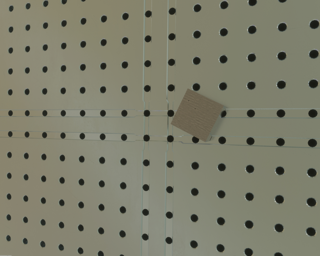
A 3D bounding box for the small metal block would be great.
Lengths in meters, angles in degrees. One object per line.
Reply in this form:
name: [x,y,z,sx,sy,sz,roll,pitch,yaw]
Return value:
small metal block: [0.049,-0.016,0.395,0.050,0.025,0.050,28,99,17]
